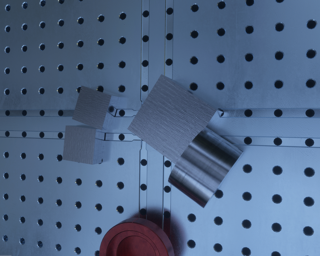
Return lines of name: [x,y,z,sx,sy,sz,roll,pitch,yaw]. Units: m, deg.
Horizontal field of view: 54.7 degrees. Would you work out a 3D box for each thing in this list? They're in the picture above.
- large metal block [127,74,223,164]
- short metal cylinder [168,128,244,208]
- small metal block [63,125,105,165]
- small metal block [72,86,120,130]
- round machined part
large metal block: [0.020,-0.010,0.391,0.080,0.050,0.080,36,101,16]
short metal cylinder: [0.054,0.046,0.364,0.050,0.080,0.080,35,101,16]
small metal block: [-0.111,0.024,0.450,0.050,0.025,0.050,7,92,19]
small metal block: [-0.092,-0.029,0.444,0.050,0.025,0.050,19,96,18]
round machined part: [-0.027,0.168,0.412,0.098,0.042,0.097,0,90,19]
